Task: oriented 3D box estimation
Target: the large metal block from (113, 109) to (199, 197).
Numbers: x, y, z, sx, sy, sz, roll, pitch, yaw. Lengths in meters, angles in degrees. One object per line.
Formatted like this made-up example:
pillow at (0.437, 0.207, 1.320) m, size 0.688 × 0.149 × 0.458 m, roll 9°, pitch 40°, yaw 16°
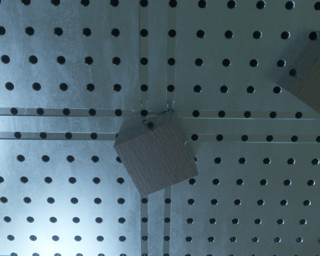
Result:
large metal block at (-0.004, 0.033, 0.412) m, size 0.080 × 0.050 × 0.080 m, roll -23°, pitch 109°, yaw 8°

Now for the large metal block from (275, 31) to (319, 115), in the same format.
large metal block at (0.207, -0.060, 0.379) m, size 0.080 × 0.050 × 0.080 m, roll 32°, pitch 107°, yaw -11°
